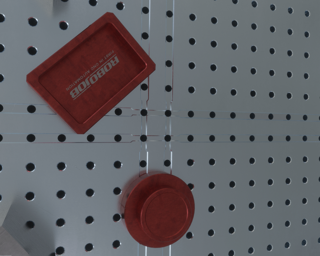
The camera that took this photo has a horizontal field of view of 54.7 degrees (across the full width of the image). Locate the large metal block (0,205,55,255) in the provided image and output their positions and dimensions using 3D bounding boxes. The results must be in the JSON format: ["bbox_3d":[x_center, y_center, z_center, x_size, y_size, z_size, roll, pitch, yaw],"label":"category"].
[{"bbox_3d":[-0.156,0.137,0.326,0.050,0.080,0.080,-39,103,-16],"label":"large metal block"}]

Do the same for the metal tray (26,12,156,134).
[{"bbox_3d":[-0.081,-0.066,0.380,0.130,0.030,0.090,-44,104,-15],"label":"metal tray"}]

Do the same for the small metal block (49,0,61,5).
[{"bbox_3d":[-0.128,-0.177,0.352,0.025,0.050,0.050,-41,103,-15],"label":"small metal block"}]

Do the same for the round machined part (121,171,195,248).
[{"bbox_3d":[0.002,0.108,0.405,0.099,0.042,0.097,0,90,-20],"label":"round machined part"}]
